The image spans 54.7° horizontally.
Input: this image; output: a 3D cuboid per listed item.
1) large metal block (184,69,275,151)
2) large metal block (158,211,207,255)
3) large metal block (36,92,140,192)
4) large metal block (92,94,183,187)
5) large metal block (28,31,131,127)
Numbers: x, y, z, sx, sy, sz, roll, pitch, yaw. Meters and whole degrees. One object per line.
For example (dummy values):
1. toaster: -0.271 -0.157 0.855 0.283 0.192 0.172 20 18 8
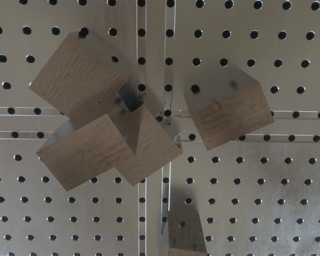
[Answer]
1. large metal block: 0.079 -0.025 0.376 0.080 0.080 0.050 -24 109 8
2. large metal block: 0.029 0.181 0.451 0.050 0.080 0.079 10 110 -4
3. large metal block: -0.071 0.011 0.334 0.080 0.080 0.050 -28 108 9
4. large metal block: -0.028 0.015 0.405 0.080 0.050 0.080 -35 107 11
5. large metal block: -0.094 -0.059 0.377 0.080 0.050 0.080 39 105 -14
